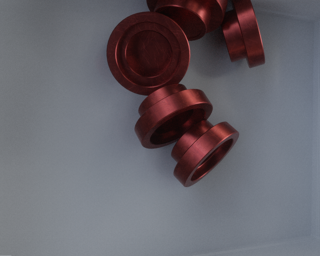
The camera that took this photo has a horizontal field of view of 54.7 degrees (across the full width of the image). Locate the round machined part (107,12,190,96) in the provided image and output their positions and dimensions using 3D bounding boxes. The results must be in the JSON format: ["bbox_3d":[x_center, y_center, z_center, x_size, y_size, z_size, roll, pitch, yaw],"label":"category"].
[{"bbox_3d":[-0.013,-0.092,0.383,0.099,0.042,0.097,0,112,1],"label":"round machined part"}]

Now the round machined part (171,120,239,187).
[{"bbox_3d":[0.053,0.028,0.403,0.098,0.098,0.042,-38,67,-16],"label":"round machined part"}]

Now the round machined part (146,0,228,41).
[{"bbox_3d":[0.030,-0.144,0.381,0.099,0.098,0.042,23,74,-19],"label":"round machined part"}]

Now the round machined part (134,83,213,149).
[{"bbox_3d":[0.013,-0.018,0.385,0.099,0.098,0.042,-22,68,-19],"label":"round machined part"}]

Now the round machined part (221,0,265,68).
[{"bbox_3d":[0.110,-0.129,0.424,0.042,0.098,0.097,-15,97,16],"label":"round machined part"}]
